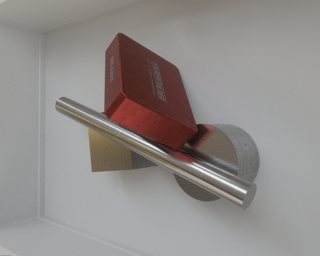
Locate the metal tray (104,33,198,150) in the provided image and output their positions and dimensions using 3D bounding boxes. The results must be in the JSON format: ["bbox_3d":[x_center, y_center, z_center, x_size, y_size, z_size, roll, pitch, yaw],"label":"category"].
[{"bbox_3d":[-0.013,-0.044,0.340,0.030,0.090,0.130,-48,32,28],"label":"metal tray"}]

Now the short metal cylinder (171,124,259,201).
[{"bbox_3d":[0.060,0.035,0.338,0.080,0.050,0.079,0,90,39],"label":"short metal cylinder"}]

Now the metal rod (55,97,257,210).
[{"bbox_3d":[-0.031,0.013,0.363,0.300,0.025,0.025,23,105,37],"label":"metal rod"}]

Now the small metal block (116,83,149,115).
[{"bbox_3d":[-0.029,-0.044,0.383,0.050,0.025,0.050,-3,52,13],"label":"small metal block"}]

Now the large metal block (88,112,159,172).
[{"bbox_3d":[-0.053,0.017,0.430,0.080,0.050,0.080,-10,84,39],"label":"large metal block"}]
